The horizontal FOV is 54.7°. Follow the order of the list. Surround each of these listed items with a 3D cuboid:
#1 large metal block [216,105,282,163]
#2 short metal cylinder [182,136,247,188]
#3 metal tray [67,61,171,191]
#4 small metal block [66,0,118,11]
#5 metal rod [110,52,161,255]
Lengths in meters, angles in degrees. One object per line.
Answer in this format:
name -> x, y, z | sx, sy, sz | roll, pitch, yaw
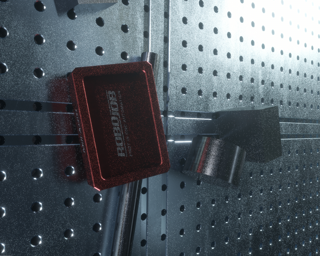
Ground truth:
large metal block -> 0.142, 0.008, 0.496 | 0.050, 0.080, 0.079 | -13, 98, -40
short metal cylinder -> 0.077, 0.050, 0.441 | 0.080, 0.080, 0.050 | 30, 71, -37
metal tray -> -0.045, -0.005, 0.348 | 0.091, 0.030, 0.129 | -12, 93, -26
small metal block -> -0.080, -0.160, 0.343 | 0.050, 0.025, 0.050 | -22, 104, -38
metal rod -> -0.033, 0.053, 0.383 | 0.025, 0.025, 0.298 | 14, 81, -40
